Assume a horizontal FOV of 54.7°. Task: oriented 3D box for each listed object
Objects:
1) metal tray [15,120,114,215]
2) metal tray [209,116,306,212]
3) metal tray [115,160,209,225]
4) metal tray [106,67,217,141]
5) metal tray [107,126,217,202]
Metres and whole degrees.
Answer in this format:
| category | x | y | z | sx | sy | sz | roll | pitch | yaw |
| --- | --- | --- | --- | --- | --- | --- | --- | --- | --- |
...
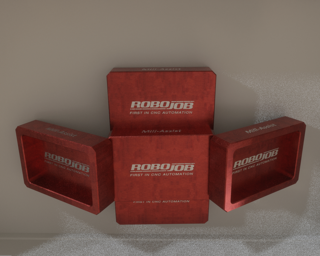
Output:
| category | x | y | z | sx | sy | sz | roll | pitch | yaw |
| --- | --- | --- | --- | --- | --- | --- | --- | --- | --- |
| metal tray | -0.120 | 0.046 | 0.390 | 0.130 | 0.030 | 0.089 | 12 | 114 | 26 |
| metal tray | 0.123 | 0.042 | 0.390 | 0.131 | 0.030 | 0.089 | -13 | 113 | -27 |
| metal tray | 0.003 | 0.090 | 0.439 | 0.131 | 0.030 | 0.089 | -1 | 110 | -1 |
| metal tray | 0.002 | -0.030 | 0.395 | 0.131 | 0.030 | 0.089 | -1 | 110 | -1 |
| metal tray | 0.003 | 0.046 | 0.392 | 0.131 | 0.030 | 0.089 | -1 | 110 | 0 |
